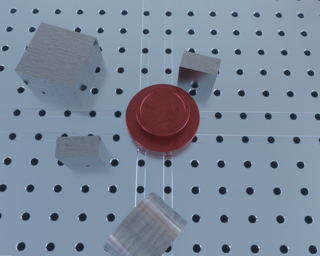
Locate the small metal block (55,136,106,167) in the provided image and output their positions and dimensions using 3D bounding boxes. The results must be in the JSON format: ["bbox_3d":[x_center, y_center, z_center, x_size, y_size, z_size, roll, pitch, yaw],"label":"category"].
[{"bbox_3d":[-0.097,0.030,0.386,0.050,0.050,0.025,-2,70,-1],"label":"small metal block"}]

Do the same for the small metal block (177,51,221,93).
[{"bbox_3d":[0.053,-0.077,0.427,0.050,0.050,0.025,15,71,5],"label":"small metal block"}]

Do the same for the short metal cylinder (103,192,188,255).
[{"bbox_3d":[-0.015,0.117,0.340,0.050,0.080,0.080,40,75,13],"label":"short metal cylinder"}]

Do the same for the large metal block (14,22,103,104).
[{"bbox_3d":[-0.136,-0.089,0.429,0.080,0.050,0.080,17,71,5],"label":"large metal block"}]

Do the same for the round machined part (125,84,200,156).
[{"bbox_3d":[0.004,-0.015,0.408,0.099,0.042,0.098,0,70,-1],"label":"round machined part"}]
